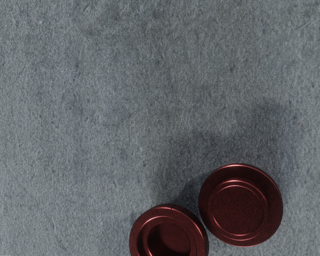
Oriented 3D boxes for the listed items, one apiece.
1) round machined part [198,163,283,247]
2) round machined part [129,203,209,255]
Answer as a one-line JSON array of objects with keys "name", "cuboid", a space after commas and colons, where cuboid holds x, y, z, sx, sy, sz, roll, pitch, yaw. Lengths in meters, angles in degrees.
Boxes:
[{"name": "round machined part", "cuboid": [0.093, 0.093, 0.367, 0.098, 0.042, 0.097, 0, 90, 19]}, {"name": "round machined part", "cuboid": [0.014, 0.145, 0.394, 0.098, 0.042, 0.097, 0, 90, 19]}]
